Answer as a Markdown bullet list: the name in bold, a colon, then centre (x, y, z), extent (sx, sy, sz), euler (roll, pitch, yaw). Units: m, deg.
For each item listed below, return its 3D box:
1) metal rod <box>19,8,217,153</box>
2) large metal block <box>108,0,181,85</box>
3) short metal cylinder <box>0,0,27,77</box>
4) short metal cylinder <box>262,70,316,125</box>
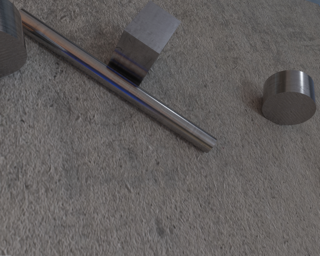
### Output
- **metal rod**: centre (-0.054, -0.058, 0.409), extent (0.301, 0.025, 0.025), euler (33, 51, -6)
- **large metal block**: centre (-0.024, -0.111, 0.424), extent (0.050, 0.080, 0.080), euler (33, 51, -7)
- **short metal cylinder**: centre (-0.187, -0.096, 0.327), extent (0.081, 0.080, 0.050), euler (-4, 64, -30)
- **short metal cylinder**: centre (0.213, -0.049, 0.513), extent (0.080, 0.080, 0.050), euler (26, 53, -13)
